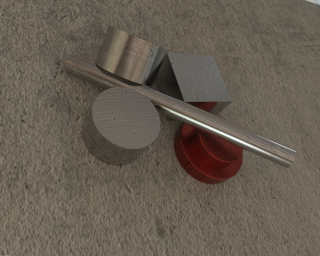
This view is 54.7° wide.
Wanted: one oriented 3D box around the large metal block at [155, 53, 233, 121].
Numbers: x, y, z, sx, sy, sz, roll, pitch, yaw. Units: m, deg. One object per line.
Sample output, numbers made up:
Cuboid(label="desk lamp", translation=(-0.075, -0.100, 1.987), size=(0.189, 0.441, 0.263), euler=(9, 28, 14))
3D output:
Cuboid(label="large metal block", translation=(0.045, -0.058, 0.446), size=(0.081, 0.050, 0.080), euler=(-3, 63, -30))

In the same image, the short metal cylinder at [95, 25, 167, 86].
Cuboid(label="short metal cylinder", translation=(-0.037, -0.094, 0.402), size=(0.080, 0.050, 0.080), euler=(22, 14, -6))

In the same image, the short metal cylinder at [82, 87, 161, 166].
Cuboid(label="short metal cylinder", translation=(-0.046, -0.001, 0.366), size=(0.081, 0.050, 0.080), euler=(14, 56, -21))

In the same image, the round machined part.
Cuboid(label="round machined part", translation=(0.072, 0.023, 0.418), size=(0.099, 0.042, 0.098), euler=(14, 56, -21))

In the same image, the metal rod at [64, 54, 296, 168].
Cuboid(label="metal rod", translation=(0.023, -0.023, 0.388), size=(0.301, 0.025, 0.025), euler=(24, 52, 3))
